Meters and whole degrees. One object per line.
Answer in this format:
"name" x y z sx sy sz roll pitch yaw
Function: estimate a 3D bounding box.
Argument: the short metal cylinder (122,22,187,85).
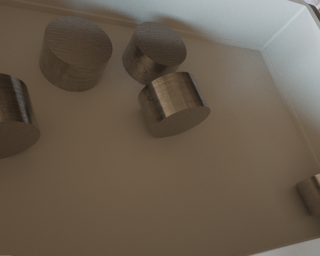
"short metal cylinder" -0.009 -0.107 0.452 0.081 0.050 0.080 14 56 -21

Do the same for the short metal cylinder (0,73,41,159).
"short metal cylinder" -0.160 -0.008 0.289 0.081 0.080 0.050 -10 67 -33

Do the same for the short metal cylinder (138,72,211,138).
"short metal cylinder" 0.018 -0.028 0.399 0.081 0.080 0.050 -9 66 -32

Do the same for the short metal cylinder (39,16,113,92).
"short metal cylinder" -0.106 -0.093 0.390 0.081 0.050 0.080 14 56 -21

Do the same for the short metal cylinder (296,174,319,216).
"short metal cylinder" 0.249 0.091 0.452 0.081 0.080 0.050 -7 65 -32
